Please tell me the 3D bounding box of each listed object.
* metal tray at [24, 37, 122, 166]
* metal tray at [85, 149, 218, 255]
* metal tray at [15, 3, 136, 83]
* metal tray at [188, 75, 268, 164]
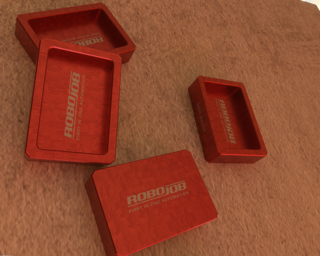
[{"bbox_3d":[-0.093,-0.026,0.343,0.091,0.030,0.129,8,75,-25],"label":"metal tray"},{"bbox_3d":[-0.007,0.081,0.349,0.131,0.030,0.090,-10,67,-33],"label":"metal tray"},{"bbox_3d":[-0.109,-0.117,0.414,0.131,0.030,0.090,-28,77,-37],"label":"metal tray"},{"bbox_3d":[0.099,-0.013,0.463,0.091,0.030,0.130,4,60,-27],"label":"metal tray"}]
